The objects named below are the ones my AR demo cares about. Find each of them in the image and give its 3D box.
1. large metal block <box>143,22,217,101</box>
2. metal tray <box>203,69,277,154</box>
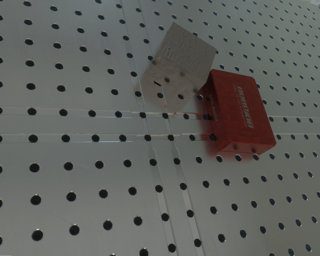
[{"bbox_3d":[0.032,-0.101,0.471,0.080,0.050,0.080,29,52,-10],"label":"large metal block"},{"bbox_3d":[0.122,-0.027,0.487,0.091,0.030,0.130,6,59,-25],"label":"metal tray"}]
